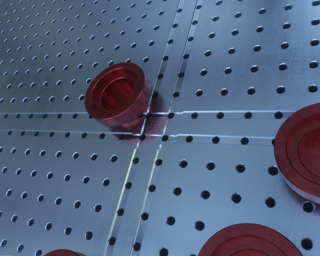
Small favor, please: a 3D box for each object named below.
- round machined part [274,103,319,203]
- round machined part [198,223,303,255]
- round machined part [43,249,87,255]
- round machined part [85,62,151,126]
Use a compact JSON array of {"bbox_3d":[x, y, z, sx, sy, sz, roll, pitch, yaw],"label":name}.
[{"bbox_3d":[0.163,0.027,0.295,0.098,0.042,0.098,-13,56,20],"label":"round machined part"},{"bbox_3d":[0.082,0.137,0.270,0.098,0.042,0.098,-13,56,20],"label":"round machined part"},{"bbox_3d":[-0.103,0.186,0.335,0.098,0.042,0.098,-13,56,20],"label":"round machined part"},{"bbox_3d":[-0.057,-0.045,0.453,0.098,0.042,0.098,-13,56,20],"label":"round machined part"}]
